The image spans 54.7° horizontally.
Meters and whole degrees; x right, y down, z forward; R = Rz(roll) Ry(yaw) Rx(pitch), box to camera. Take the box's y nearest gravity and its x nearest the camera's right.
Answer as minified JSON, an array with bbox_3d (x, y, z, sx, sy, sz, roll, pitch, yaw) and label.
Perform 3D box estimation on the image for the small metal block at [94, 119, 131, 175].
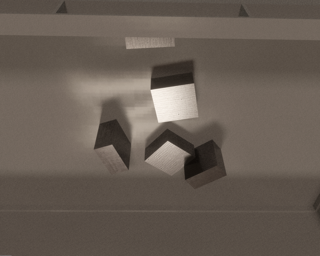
[{"bbox_3d":[-0.062,0.025,0.413,0.025,0.050,0.050,-16,129,12],"label":"small metal block"}]

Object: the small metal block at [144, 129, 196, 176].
[{"bbox_3d":[0.014,0.035,0.440,0.050,0.025,0.050,32,123,-25],"label":"small metal block"}]

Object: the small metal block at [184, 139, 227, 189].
[{"bbox_3d":[0.062,0.051,0.437,0.050,0.050,0.025,-29,125,22],"label":"small metal block"}]

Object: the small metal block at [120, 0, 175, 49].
[{"bbox_3d":[-0.011,-0.110,0.315,0.050,0.025,0.050,-3,130,2],"label":"small metal block"}]

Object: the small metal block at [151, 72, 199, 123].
[{"bbox_3d":[0.018,-0.037,0.378,0.050,0.025,0.050,-8,130,6],"label":"small metal block"}]
